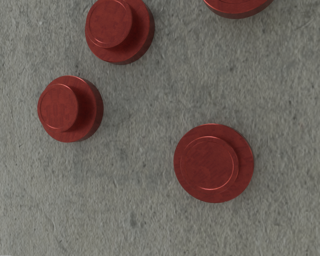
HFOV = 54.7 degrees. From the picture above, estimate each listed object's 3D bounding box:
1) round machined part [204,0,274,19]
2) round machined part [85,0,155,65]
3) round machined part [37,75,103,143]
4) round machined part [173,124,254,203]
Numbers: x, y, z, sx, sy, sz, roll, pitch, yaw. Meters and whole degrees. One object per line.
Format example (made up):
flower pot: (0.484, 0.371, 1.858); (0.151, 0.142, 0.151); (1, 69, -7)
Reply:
round machined part: (0.095, -0.178, 0.366); (0.098, 0.042, 0.097); (0, 90, 19)
round machined part: (-0.060, -0.138, 0.420); (0.098, 0.042, 0.097); (0, 90, 19)
round machined part: (-0.135, -0.027, 0.446); (0.098, 0.042, 0.097); (0, 90, 19)
round machined part: (0.063, 0.043, 0.377); (0.098, 0.042, 0.097); (0, 90, 19)
